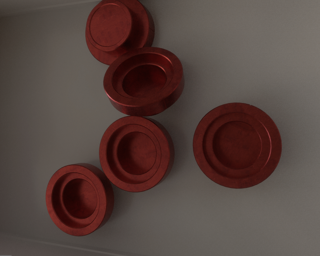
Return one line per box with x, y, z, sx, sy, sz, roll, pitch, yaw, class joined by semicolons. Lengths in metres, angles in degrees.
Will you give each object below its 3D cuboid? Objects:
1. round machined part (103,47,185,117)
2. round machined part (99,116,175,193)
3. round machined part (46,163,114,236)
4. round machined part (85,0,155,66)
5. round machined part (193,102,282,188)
-0.018;-0.053;0.392;0.098;0.042;0.098;-5;55;8;round machined part
-0.027;0.033;0.411;0.098;0.042;0.097;0;90;20;round machined part
-0.108;0.098;0.440;0.098;0.042;0.097;0;90;20;round machined part
-0.060;-0.134;0.423;0.098;0.042;0.097;0;90;20;round machined part
0.092;0.020;0.369;0.098;0.042;0.097;0;90;20;round machined part
